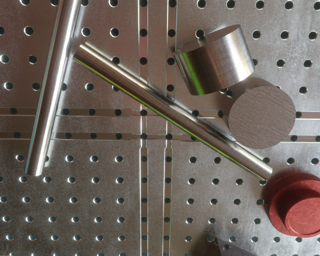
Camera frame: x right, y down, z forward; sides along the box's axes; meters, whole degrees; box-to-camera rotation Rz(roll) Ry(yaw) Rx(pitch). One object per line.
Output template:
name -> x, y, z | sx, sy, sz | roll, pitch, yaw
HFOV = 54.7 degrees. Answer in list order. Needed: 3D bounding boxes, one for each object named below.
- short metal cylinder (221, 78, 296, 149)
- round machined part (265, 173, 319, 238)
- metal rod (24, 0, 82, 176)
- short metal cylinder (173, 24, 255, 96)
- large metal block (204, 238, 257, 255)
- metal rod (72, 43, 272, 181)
short metal cylinder -> 0.122, -0.020, 0.394 | 0.081, 0.050, 0.079 | 0, 110, 0
round machined part -> 0.208, 0.119, 0.450 | 0.099, 0.042, 0.097 | 0, 110, 0
metal rod -> -0.130, -0.073, 0.385 | 0.025, 0.025, 0.298 | 17, 109, -6
short metal cylinder -> 0.062, -0.078, 0.356 | 0.080, 0.080, 0.050 | -23, 109, 8
large metal block -> 0.107, 0.233, 0.487 | 0.080, 0.050, 0.080 | 27, 108, -10
metal rod -> 0.025, -0.015, 0.407 | 0.301, 0.025, 0.025 | 32, 107, -12
